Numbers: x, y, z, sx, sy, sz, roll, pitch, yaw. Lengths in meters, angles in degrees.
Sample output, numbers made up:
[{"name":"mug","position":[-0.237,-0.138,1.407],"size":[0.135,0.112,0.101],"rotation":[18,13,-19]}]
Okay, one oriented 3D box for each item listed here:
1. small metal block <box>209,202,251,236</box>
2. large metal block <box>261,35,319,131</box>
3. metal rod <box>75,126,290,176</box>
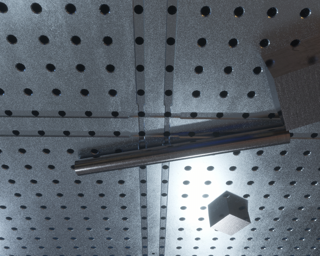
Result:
[{"name":"small metal block","position":[0.124,0.163,0.553],"size":[0.050,0.025,0.050],"rotation":[27,125,-22]},{"name":"large metal block","position":[0.171,-0.052,0.353],"size":[0.080,0.050,0.080],"rotation":[-19,128,15]},{"name":"metal rod","position":[0.026,0.034,0.440],"size":[0.301,0.025,0.025],"rotation":[-10,130,7]}]
